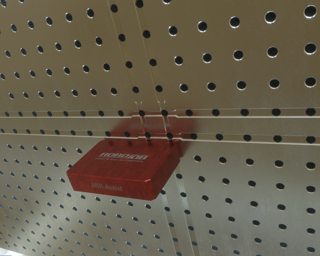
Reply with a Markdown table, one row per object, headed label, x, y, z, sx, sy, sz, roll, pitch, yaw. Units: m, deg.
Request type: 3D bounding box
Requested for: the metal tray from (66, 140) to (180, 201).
| label | x | y | z | sx | sy | sz | roll | pitch | yaw |
| --- | --- | --- | --- | --- | --- | --- | --- | --- | --- |
| metal tray | -0.049 | 0.053 | 0.425 | 0.130 | 0.090 | 0.030 | 1 | 119 | 27 |
